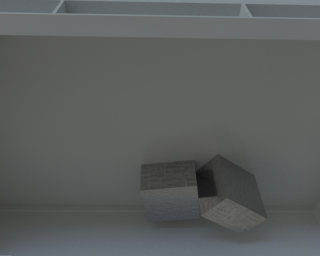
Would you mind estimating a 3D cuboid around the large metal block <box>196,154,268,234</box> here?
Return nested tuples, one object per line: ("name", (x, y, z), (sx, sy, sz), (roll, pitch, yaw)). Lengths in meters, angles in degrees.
("large metal block", (0.103, 0.098, 0.458), (0.080, 0.080, 0.050), (30, 124, -23))

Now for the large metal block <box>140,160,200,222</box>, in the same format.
("large metal block", (0.017, 0.098, 0.477), (0.080, 0.050, 0.080), (-6, 130, 4))
